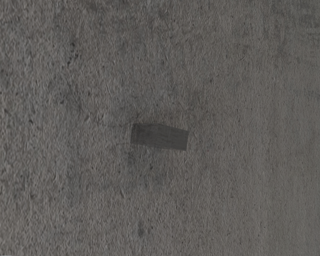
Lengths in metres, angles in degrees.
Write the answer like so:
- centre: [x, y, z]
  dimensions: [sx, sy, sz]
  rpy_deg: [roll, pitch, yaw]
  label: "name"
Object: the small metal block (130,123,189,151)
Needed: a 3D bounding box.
- centre: [-0.001, 0.011, 0.387]
  dimensions: [0.050, 0.050, 0.025]
  rpy_deg: [14, 81, -39]
  label: "small metal block"
